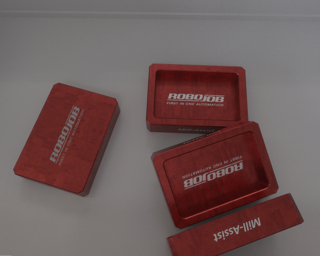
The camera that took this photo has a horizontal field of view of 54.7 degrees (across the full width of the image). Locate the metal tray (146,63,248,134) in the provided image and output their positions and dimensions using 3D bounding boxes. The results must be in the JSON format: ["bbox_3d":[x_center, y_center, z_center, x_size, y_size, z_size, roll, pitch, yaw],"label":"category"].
[{"bbox_3d":[0.049,-0.039,0.421,0.131,0.030,0.090,2,70,0],"label":"metal tray"}]

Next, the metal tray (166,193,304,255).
[{"bbox_3d":[0.073,0.111,0.334,0.131,0.090,0.030,-18,71,-7],"label":"metal tray"}]

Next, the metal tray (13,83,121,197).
[{"bbox_3d":[-0.116,0.013,0.401,0.090,0.030,0.130,16,71,5],"label":"metal tray"}]

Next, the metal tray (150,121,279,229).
[{"bbox_3d":[0.064,0.053,0.370,0.131,0.030,0.090,-19,93,-6],"label":"metal tray"}]
